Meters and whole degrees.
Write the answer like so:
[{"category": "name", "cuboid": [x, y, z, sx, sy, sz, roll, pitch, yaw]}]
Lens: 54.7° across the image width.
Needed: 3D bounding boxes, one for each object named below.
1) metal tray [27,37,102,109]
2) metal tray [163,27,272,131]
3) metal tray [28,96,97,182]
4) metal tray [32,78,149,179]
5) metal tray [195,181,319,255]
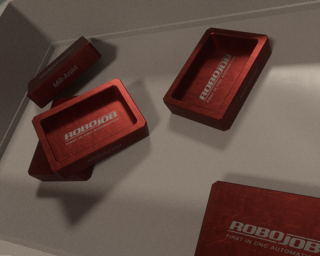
[{"category": "metal tray", "cuboid": [-0.165, -0.098, 0.527, 0.130, 0.030, 0.090, -42, 30, -1]}, {"category": "metal tray", "cuboid": [0.075, -0.068, 0.404, 0.090, 0.030, 0.130, 22, 73, 35]}, {"category": "metal tray", "cuboid": [-0.135, 0.013, 0.463, 0.090, 0.030, 0.130, -5, 59, 25]}, {"category": "metal tray", "cuboid": [-0.093, -0.002, 0.416, 0.131, 0.030, 0.090, -27, 63, -10]}, {"category": "metal tray", "cuboid": [0.104, 0.105, 0.283, 0.130, 0.030, 0.090, 5, 64, 30]}]
